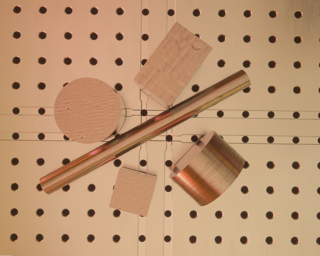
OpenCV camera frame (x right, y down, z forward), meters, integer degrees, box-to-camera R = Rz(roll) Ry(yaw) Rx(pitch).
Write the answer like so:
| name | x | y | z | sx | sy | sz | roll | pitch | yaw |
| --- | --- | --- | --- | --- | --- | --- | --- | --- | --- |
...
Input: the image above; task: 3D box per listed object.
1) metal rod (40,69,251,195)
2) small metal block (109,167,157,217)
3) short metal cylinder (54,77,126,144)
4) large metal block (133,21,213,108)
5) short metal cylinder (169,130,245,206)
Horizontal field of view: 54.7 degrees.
| name | x | y | z | sx | sy | sz | roll | pitch | yaw |
| --- | --- | --- | --- | --- | --- | --- | --- | --- | --- |
| metal rod | -0.019 | 0.005 | 0.410 | 0.301 | 0.025 | 0.025 | -28 | 90 | 0 |
| small metal block | -0.035 | 0.084 | 0.410 | 0.050 | 0.025 | 0.050 | 15 | 90 | 0 |
| short metal cylinder | -0.087 | -0.021 | 0.396 | 0.081 | 0.050 | 0.079 | 0 | 90 | 0 |
| large metal block | 0.015 | -0.072 | 0.383 | 0.050 | 0.080 | 0.080 | 36 | 90 | 0 |
| short metal cylinder | 0.057 | 0.049 | 0.383 | 0.050 | 0.080 | 0.080 | 44 | 90 | -1 |
